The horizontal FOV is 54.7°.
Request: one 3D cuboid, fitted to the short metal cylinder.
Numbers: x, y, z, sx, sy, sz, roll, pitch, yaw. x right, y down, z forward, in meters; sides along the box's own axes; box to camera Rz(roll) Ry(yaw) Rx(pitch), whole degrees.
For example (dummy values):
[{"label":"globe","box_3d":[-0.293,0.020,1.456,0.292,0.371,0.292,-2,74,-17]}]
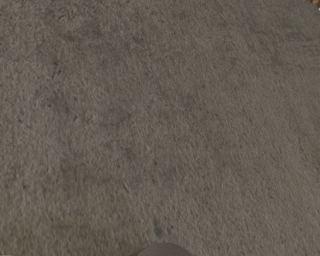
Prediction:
[{"label":"short metal cylinder","box_3d":[-0.003,0.155,0.293,0.081,0.050,0.080,14,56,-21]}]
